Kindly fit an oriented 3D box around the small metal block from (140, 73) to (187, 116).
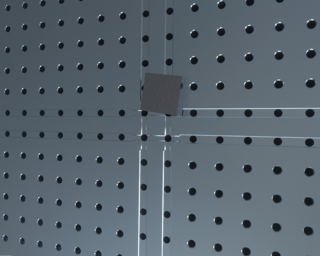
[{"bbox_3d":[0.005,-0.044,0.410,0.050,0.025,0.050,9,93,19],"label":"small metal block"}]
